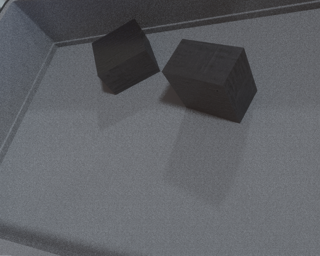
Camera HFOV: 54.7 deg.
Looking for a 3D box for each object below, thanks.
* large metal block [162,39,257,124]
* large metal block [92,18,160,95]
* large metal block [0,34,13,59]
[{"bbox_3d":[0.062,-0.056,0.372,0.080,0.080,0.050,20,73,35],"label":"large metal block"},{"bbox_3d":[-0.055,-0.112,0.487,0.080,0.050,0.080,-26,53,12],"label":"large metal block"},{"bbox_3d":[-0.402,-0.192,0.703,0.050,0.080,0.080,35,81,38],"label":"large metal block"}]
